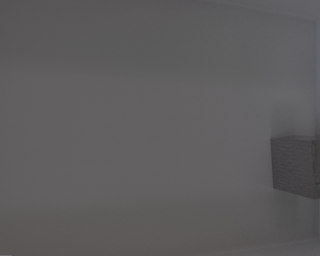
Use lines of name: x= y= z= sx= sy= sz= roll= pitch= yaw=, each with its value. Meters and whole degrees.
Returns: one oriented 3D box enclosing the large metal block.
large metal block: x=0.214 y=0.054 z=0.460 sx=0.050 sy=0.080 sz=0.079 roll=-4 pitch=92 yaw=-20
